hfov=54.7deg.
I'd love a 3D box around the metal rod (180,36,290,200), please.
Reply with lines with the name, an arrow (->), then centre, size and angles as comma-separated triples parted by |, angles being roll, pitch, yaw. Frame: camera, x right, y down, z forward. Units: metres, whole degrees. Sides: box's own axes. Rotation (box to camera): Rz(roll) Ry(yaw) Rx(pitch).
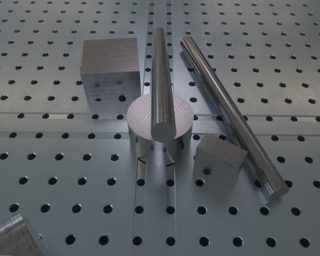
metal rod -> 0.090, -0.036, 0.438 | 0.025, 0.025, 0.300 | -13, 51, -11

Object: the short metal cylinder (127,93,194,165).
short metal cylinder -> 0.000, 0.000, 0.391 | 0.081, 0.050, 0.080 | 0, 50, 0

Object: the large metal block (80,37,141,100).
large metal block -> -0.072, -0.090, 0.466 | 0.081, 0.050, 0.080 | -4, 50, -4

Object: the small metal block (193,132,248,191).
small metal block -> 0.068, 0.039, 0.359 | 0.050, 0.050, 0.025 | 26, 55, 20

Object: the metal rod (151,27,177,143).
metal rod -> 0.001, -0.081, 0.425 | 0.025, 0.025, 0.300 | -1, 35, -1

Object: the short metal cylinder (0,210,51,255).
short metal cylinder -> -0.125, 0.120, 0.270 | 0.050, 0.080, 0.080 | -32, 57, -24
